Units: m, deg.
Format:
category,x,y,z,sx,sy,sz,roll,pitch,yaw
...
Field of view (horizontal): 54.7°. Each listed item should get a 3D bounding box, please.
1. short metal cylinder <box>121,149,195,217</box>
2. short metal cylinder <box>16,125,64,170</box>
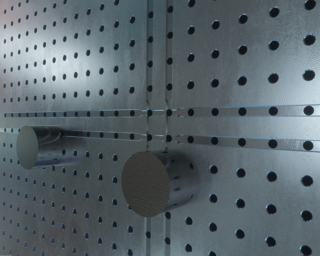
category,x,y,z,sx,sy,sz,roll,pitch,yaw
short metal cylinder,-0.003,0.068,0.396,0.080,0.050,0.079,0,90,40
short metal cylinder,-0.225,0.035,0.579,0.080,0.050,0.079,0,90,40
